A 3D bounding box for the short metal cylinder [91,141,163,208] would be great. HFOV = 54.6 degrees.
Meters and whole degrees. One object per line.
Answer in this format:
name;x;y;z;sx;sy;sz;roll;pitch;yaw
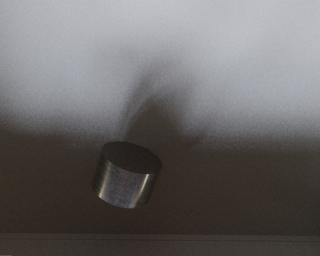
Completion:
short metal cylinder;-0.043;0.059;0.403;0.080;0.080;0.050;18;109;-7
